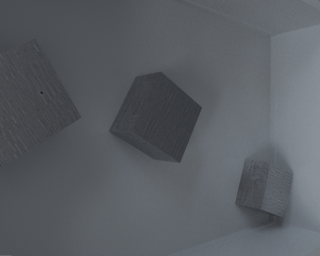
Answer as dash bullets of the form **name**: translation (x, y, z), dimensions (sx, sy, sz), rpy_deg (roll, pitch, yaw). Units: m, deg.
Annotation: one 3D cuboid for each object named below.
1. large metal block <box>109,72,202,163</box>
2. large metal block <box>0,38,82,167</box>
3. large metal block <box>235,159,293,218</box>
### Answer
- **large metal block**: translation (-0.003, -0.011, 0.387), dimensions (0.080, 0.050, 0.080), rpy_deg (36, 68, -34)
- **large metal block**: translation (-0.133, -0.023, 0.278), dimensions (0.080, 0.050, 0.080), rpy_deg (-39, 114, -33)
- **large metal block**: translation (0.185, 0.107, 0.545), dimensions (0.080, 0.050, 0.080), rpy_deg (27, 73, -37)
